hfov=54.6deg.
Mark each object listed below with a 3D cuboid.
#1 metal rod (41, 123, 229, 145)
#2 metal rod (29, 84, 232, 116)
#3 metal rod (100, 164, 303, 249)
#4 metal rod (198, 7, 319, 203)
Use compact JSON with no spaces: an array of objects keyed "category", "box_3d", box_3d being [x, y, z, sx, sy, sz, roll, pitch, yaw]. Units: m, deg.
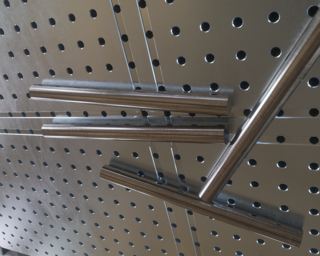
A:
[{"category":"metal rod","box_3d":[-0.053,0.006,0.443,0.300,0.025,0.025,1,119,28]},{"category":"metal rod","box_3d":[-0.057,-0.041,0.416,0.300,0.025,0.025,6,121,25]},{"category":"metal rod","box_3d":[0.046,0.108,0.453,0.301,0.025,0.025,15,125,19]},{"category":"metal rod","box_3d":[0.113,-0.013,0.343,0.025,0.025,0.298,30,128,9]}]
